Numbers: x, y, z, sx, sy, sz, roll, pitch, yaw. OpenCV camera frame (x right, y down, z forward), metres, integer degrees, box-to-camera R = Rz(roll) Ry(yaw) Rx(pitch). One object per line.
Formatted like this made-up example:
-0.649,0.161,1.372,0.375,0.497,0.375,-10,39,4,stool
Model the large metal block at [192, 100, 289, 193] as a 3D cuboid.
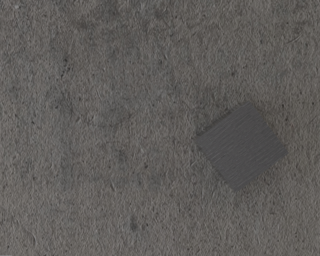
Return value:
0.099,0.022,0.398,0.080,0.050,0.080,-37,90,0,large metal block
